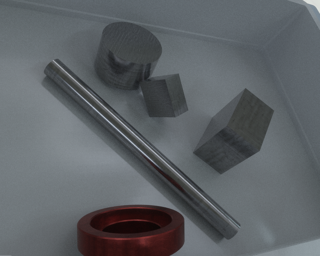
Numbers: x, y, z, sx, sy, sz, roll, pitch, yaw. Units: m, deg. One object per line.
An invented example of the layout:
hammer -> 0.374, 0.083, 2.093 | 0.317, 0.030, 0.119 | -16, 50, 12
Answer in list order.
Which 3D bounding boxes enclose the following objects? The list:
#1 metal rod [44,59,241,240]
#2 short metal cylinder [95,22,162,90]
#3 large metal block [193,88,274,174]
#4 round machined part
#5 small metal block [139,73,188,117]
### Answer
metal rod -> -0.022, 0.025, 0.379 | 0.300, 0.025, 0.025 | 42, 51, 0
short metal cylinder -> -0.044, -0.098, 0.421 | 0.081, 0.050, 0.080 | 13, 51, -16
large metal block -> 0.100, 0.005, 0.423 | 0.050, 0.080, 0.080 | 38, 51, -3
round machined part -> -0.026, 0.106, 0.290 | 0.099, 0.098, 0.042 | -2, 92, -29
small metal block -> 0.005, -0.042, 0.407 | 0.025, 0.050, 0.050 | -29, 111, -38
